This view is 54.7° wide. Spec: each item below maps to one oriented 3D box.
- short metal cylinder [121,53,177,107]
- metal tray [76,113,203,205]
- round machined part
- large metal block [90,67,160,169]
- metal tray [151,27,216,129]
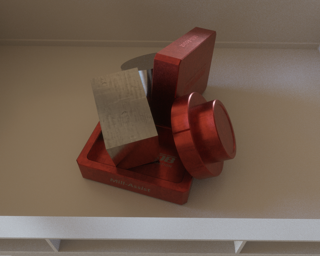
[{"bbox_3d":[-0.008,-0.068,0.425,0.080,0.050,0.080,-10,27,5],"label":"short metal cylinder"},{"bbox_3d":[-0.020,0.031,0.373,0.131,0.030,0.090,13,51,11],"label":"metal tray"},{"bbox_3d":[0.054,0.006,0.347,0.042,0.098,0.098,-17,45,26],"label":"round machined part"},{"bbox_3d":[-0.036,-0.006,0.342,0.050,0.080,0.080,-15,68,-5],"label":"large metal block"},{"bbox_3d":[0.032,-0.069,0.399,0.030,0.089,0.131,19,37,19],"label":"metal tray"}]
